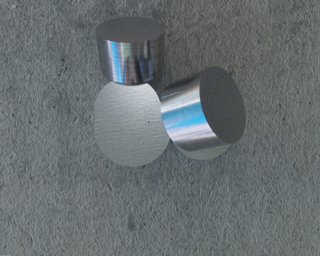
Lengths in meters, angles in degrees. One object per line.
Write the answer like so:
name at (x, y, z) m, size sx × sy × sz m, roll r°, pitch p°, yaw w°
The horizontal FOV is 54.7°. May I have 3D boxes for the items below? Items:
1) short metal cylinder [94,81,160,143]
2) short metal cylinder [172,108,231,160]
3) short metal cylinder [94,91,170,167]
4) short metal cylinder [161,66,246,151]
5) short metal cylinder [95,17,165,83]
short metal cylinder at (-0.039, -0.022, 0.398) m, size 0.081 × 0.050 × 0.079 m, roll 0°, pitch 90°, yaw -1°
short metal cylinder at (0.052, -0.001, 0.399) m, size 0.081 × 0.050 × 0.079 m, roll 0°, pitch 90°, yaw -1°
short metal cylinder at (-0.029, 0.001, 0.348) m, size 0.081 × 0.050 × 0.079 m, roll 0°, pitch 90°, yaw -1°
short metal cylinder at (0.047, -0.019, 0.327) m, size 0.050 × 0.081 × 0.080 m, roll -17°, pitch 90°, yaw 42°
short metal cylinder at (-0.035, -0.097, 0.377) m, size 0.081 × 0.080 × 0.050 m, roll 0°, pitch 129°, yaw -1°
